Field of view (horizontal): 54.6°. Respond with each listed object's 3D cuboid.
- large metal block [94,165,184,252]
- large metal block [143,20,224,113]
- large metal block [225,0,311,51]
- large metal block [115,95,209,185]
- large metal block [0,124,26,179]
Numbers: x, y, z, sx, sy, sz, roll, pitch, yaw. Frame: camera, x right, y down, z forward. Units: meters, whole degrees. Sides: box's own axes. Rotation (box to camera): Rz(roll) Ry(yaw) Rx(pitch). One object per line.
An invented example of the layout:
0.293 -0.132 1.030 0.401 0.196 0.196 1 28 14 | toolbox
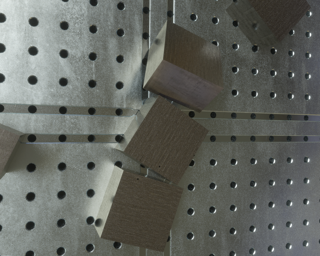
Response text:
-0.027 0.099 0.389 0.080 0.050 0.080 21 83 -19 | large metal block
0.030 -0.077 0.390 0.080 0.050 0.080 22 47 -19 | large metal block
0.159 -0.176 0.457 0.080 0.050 0.080 46 76 -14 | large metal block
0.002 0.015 0.400 0.080 0.050 0.080 35 79 -17 | large metal block
-0.190 0.013 0.313 0.080 0.080 0.050 26 82 -18 | large metal block
